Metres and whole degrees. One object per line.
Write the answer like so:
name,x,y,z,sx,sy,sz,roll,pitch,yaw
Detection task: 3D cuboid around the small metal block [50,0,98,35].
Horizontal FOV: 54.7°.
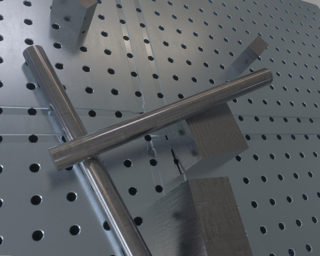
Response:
small metal block,-0.120,-0.167,0.429,0.050,0.050,0.025,38,51,-3

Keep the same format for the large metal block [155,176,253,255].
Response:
large metal block,0.041,0.105,0.331,0.050,0.080,0.080,1,61,-28

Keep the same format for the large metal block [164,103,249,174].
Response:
large metal block,0.059,0.008,0.419,0.081,0.050,0.080,-8,66,-32

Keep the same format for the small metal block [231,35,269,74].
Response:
small metal block,0.162,-0.132,0.560,0.025,0.050,0.050,43,51,1

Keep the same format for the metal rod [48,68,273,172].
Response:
metal rod,0.021,-0.020,0.370,0.302,0.025,0.025,-22,74,-25

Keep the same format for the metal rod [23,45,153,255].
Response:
metal rod,-0.081,0.031,0.344,0.025,0.025,0.299,-21,73,-36
